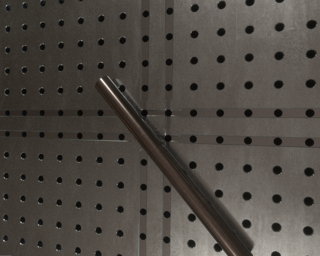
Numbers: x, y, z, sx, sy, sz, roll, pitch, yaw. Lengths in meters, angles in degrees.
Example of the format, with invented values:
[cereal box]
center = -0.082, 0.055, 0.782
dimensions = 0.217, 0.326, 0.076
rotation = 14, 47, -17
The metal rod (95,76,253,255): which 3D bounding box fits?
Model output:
[metal rod]
center = 0.011, 0.048, 0.408
dimensions = 0.025, 0.025, 0.300
rotation = -43, 77, 15
